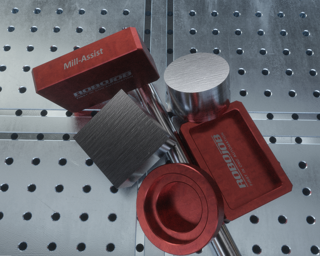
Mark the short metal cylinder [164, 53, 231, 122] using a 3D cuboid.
[{"bbox_3d":[0.049,-0.053,0.399,0.080,0.050,0.080,-7,46,8],"label":"short metal cylinder"}]

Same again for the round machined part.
[{"bbox_3d":[0.025,0.088,0.352,0.098,0.042,0.097,-3,84,28],"label":"round machined part"}]

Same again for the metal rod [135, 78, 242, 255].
[{"bbox_3d":[0.020,0.028,0.397,0.025,0.025,0.299,-24,72,-8],"label":"metal rod"}]

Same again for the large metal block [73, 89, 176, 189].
[{"bbox_3d":[-0.040,0.014,0.370,0.080,0.050,0.080,-45,76,4],"label":"large metal block"}]

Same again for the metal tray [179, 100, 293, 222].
[{"bbox_3d":[0.091,0.040,0.391,0.091,0.030,0.130,-24,72,-9],"label":"metal tray"}]

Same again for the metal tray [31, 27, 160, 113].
[{"bbox_3d":[-0.074,-0.066,0.382,0.130,0.090,0.030,-21,73,8],"label":"metal tray"}]
